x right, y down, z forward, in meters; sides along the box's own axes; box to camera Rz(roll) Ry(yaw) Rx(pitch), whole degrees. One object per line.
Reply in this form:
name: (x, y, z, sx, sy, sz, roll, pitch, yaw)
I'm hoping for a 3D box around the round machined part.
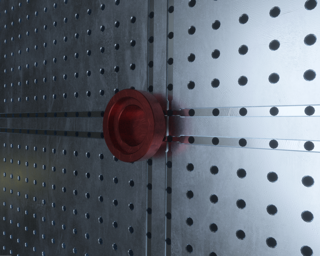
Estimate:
round machined part: (-0.031, -0.003, 0.425, 0.098, 0.042, 0.097, 0, 90, 40)
